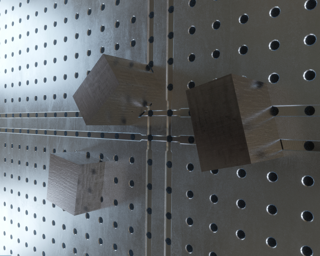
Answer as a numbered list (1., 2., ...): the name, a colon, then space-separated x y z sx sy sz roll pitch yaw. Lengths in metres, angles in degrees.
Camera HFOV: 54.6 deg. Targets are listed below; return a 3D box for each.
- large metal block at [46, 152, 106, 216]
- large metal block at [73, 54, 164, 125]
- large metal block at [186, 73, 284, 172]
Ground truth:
1. large metal block: -0.139 0.087 0.510 0.080 0.050 0.080 12 98 39
2. large metal block: -0.057 -0.048 0.422 0.080 0.081 0.050 -45 63 31
3. large metal block: 0.077 -0.003 0.311 0.050 0.081 0.080 -17 79 39
